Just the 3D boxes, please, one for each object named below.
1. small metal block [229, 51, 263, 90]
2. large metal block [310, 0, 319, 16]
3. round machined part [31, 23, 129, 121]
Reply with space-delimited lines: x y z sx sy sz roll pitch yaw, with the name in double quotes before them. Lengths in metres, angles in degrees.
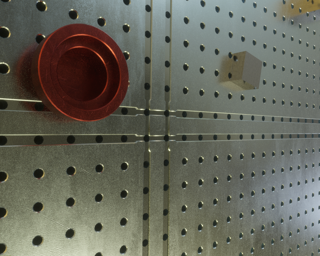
"small metal block" 0.149 -0.098 0.534 0.050 0.025 0.050 17 79 -39
"large metal block" 0.405 -0.294 0.712 0.081 0.080 0.050 -1 91 -40
"round machined part" -0.085 -0.055 0.326 0.099 0.042 0.097 0 90 -40
